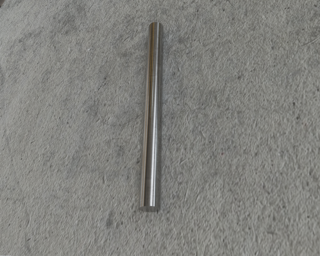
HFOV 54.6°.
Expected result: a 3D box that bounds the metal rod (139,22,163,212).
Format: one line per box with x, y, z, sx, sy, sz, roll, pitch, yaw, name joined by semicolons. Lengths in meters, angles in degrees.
-0.009;-0.036;0.431;0.025;0.025;0.300;-12;56;21;metal rod
